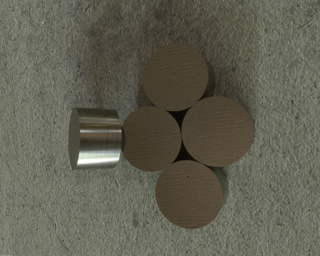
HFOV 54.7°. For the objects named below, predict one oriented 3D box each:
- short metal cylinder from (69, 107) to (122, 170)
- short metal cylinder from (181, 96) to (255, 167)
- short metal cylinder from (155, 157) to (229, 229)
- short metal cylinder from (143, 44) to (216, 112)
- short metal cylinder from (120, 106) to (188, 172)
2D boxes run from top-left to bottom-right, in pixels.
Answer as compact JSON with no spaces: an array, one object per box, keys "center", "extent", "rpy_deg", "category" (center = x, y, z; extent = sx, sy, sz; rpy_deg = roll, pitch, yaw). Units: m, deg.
[{"center":[-0.087,0.014,0.406],"extent":[0.080,0.050,0.080],"rpy_deg":[-6,83,64],"category":"short metal cylinder"},{"center":[0.071,0.004,0.372],"extent":[0.080,0.050,0.080],"rpy_deg":[0,90,20],"category":"short metal cylinder"},{"center":[0.041,0.077,0.382],"extent":[0.080,0.050,0.080],"rpy_deg":[0,90,20],"category":"short metal cylinder"},{"center":[0.026,-0.060,0.388],"extent":[0.080,0.050,0.080],"rpy_deg":[0,90,20],"category":"short metal cylinder"},{"center":[-0.004,0.013,0.398],"extent":[0.080,0.050,0.080],"rpy_deg":[0,90,20],"category":"short metal cylinder"}]
